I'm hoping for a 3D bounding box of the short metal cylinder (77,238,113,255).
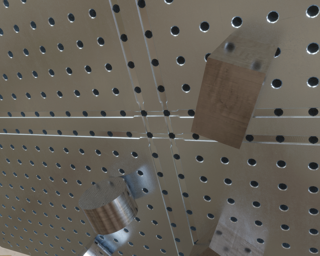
[{"bbox_3d":[-0.139,0.269,0.616,0.050,0.080,0.080,43,129,-2],"label":"short metal cylinder"}]

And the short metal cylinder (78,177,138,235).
[{"bbox_3d":[-0.081,0.122,0.494,0.080,0.080,0.050,-7,115,31],"label":"short metal cylinder"}]

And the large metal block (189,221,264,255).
[{"bbox_3d":[0.095,0.202,0.470,0.080,0.050,0.079,34,129,5],"label":"large metal block"}]

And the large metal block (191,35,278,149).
[{"bbox_3d":[0.075,-0.039,0.312,0.050,0.080,0.079,20,126,16],"label":"large metal block"}]
